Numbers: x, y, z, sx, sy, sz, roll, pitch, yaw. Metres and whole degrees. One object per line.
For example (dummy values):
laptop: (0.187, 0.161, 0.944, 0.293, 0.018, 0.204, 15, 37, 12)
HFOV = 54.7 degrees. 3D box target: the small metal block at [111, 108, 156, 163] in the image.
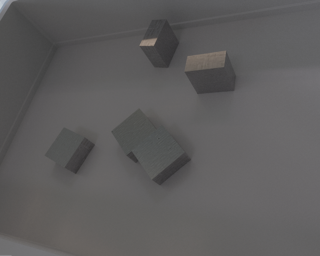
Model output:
small metal block: (-0.030, 0.010, 0.416, 0.050, 0.025, 0.050, -40, 51, 1)

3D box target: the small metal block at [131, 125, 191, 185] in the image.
small metal block: (0.001, 0.033, 0.382, 0.050, 0.025, 0.050, -40, 56, 1)

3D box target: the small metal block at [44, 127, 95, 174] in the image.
small metal block: (-0.133, 0.033, 0.456, 0.050, 0.025, 0.050, 20, 72, 35)

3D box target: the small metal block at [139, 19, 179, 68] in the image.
small metal block: (0.000, -0.127, 0.467, 0.025, 0.050, 0.050, 10, 67, 32)

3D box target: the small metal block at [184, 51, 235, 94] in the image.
small metal block: (0.066, -0.070, 0.398, 0.050, 0.050, 0.025, -2, 61, 27)
